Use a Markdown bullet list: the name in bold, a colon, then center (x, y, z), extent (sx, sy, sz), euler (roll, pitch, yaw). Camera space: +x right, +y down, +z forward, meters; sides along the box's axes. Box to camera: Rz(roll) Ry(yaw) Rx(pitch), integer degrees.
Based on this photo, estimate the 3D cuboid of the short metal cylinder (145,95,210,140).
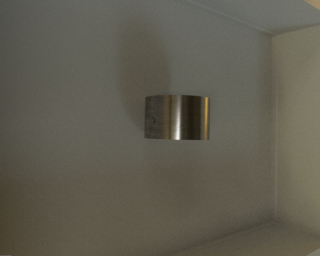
- **short metal cylinder**: center (0.021, -0.011, 0.384), extent (0.081, 0.080, 0.050), euler (2, 89, -40)
